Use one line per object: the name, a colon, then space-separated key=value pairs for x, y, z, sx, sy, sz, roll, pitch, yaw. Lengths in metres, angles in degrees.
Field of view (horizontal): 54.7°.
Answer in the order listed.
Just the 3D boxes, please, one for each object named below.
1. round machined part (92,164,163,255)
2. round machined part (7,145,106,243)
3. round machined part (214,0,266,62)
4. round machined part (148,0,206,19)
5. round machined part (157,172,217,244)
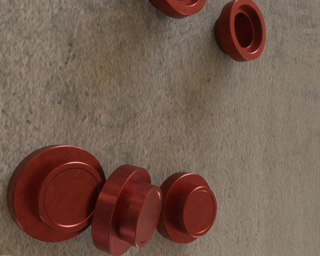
round machined part: x=-0.030 y=0.092 z=0.343 sx=0.098 sy=0.042 sz=0.097 roll=11 pitch=91 yaw=-69
round machined part: x=-0.097 y=0.067 z=0.314 sx=0.099 sy=0.042 sz=0.097 roll=0 pitch=90 yaw=-40
round machined part: x=0.126 y=-0.156 z=0.502 sx=0.099 sy=0.042 sz=0.097 roll=0 pitch=90 yaw=-40
round machined part: x=0.015 y=-0.193 z=0.408 sx=0.099 sy=0.042 sz=0.097 roll=0 pitch=90 yaw=-40
round machined part: x=0.042 y=0.112 z=0.431 sx=0.099 sy=0.042 sz=0.097 roll=0 pitch=90 yaw=-40
